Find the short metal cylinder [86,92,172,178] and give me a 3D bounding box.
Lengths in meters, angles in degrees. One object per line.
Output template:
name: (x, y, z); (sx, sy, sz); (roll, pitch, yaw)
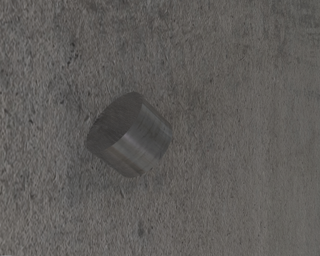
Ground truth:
short metal cylinder: (-0.034, 0.007, 0.340); (0.050, 0.080, 0.080); (44, 64, -31)
